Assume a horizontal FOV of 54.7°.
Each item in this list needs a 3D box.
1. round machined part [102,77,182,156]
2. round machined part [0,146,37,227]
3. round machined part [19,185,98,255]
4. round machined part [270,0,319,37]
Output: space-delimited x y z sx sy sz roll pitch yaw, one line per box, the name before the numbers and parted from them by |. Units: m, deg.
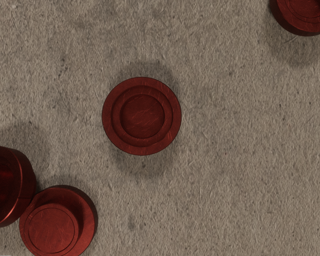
round machined part | -0.023 -0.015 0.401 0.099 0.042 0.097 0 90 -1
round machined part | -0.196 0.074 0.387 0.098 0.042 0.098 -5 74 19
round machined part | -0.133 0.126 0.400 0.099 0.042 0.097 0 90 -1
round machined part | 0.191 -0.168 0.404 0.099 0.042 0.097 0 90 -1
